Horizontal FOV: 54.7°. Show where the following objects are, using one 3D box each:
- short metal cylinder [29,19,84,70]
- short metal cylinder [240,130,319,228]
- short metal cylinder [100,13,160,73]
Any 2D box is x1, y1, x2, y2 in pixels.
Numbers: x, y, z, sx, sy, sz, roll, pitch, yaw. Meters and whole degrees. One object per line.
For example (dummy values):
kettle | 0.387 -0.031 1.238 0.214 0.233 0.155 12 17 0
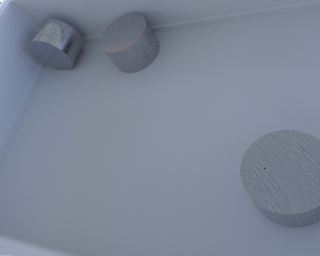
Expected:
short metal cylinder | -0.185 -0.148 0.556 0.080 0.080 0.050 5 64 30
short metal cylinder | 0.122 0.049 0.295 0.080 0.050 0.080 -13 56 20
short metal cylinder | -0.048 -0.135 0.496 0.080 0.050 0.080 -13 56 20
